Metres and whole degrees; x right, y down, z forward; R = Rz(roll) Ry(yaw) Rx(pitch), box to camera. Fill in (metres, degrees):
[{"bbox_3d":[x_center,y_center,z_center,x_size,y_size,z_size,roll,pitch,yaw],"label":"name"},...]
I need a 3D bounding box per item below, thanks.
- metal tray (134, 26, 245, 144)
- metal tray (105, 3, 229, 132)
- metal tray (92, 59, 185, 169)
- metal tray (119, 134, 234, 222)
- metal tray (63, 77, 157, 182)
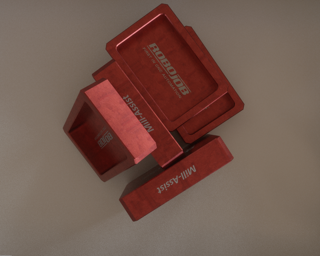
[{"bbox_3d":[0.037,-0.055,0.409,0.090,0.030,0.130,-34,89,1],"label":"metal tray"},{"bbox_3d":[0.008,-0.071,0.377,0.090,0.030,0.130,-36,90,0],"label":"metal tray"},{"bbox_3d":[-0.024,-0.015,0.376,0.030,0.090,0.130,-37,90,0],"label":"metal tray"},{"bbox_3d":[0.018,0.055,0.378,0.130,0.090,0.030,-32,90,0],"label":"metal tray"},{"bbox_3d":[-0.065,0.010,0.358,0.030,0.129,0.090,-37,91,-31],"label":"metal tray"}]
